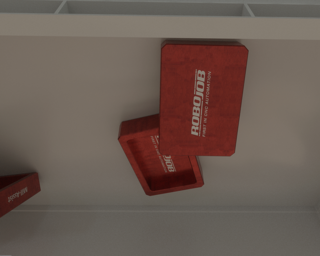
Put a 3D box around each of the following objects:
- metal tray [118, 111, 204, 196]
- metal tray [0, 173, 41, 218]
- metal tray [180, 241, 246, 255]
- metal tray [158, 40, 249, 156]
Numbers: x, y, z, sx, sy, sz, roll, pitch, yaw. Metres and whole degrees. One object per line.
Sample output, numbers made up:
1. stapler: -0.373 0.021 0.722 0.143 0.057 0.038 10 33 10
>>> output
1. metal tray: 0.006 0.040 0.439 0.090 0.030 0.129 -12 129 10
2. metal tray: -0.236 0.095 0.422 0.090 0.130 0.030 -7 96 6
3. metal tray: 0.090 0.228 0.557 0.091 0.030 0.130 -5 158 -8
4. metal tray: 0.045 -0.032 0.355 0.091 0.030 0.129 1 113 -1
